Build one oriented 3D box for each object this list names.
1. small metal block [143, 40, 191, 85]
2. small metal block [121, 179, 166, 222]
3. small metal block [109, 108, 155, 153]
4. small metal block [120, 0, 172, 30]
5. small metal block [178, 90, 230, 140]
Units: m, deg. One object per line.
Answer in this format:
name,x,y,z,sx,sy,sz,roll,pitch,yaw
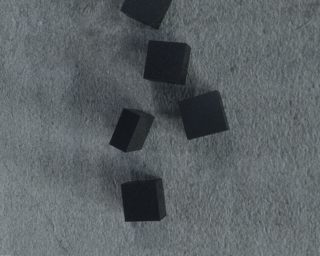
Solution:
small metal block,0.010,-0.085,0.405,0.050,0.025,0.050,10,93,19
small metal block,-0.022,0.097,0.416,0.050,0.025,0.050,-8,88,19
small metal block,-0.036,0.003,0.407,0.025,0.050,0.050,25,98,18
small metal block,-0.017,-0.167,0.414,0.050,0.025,0.050,30,99,17
small metal block,0.055,-0.015,0.389,0.050,0.025,0.050,-16,85,19
